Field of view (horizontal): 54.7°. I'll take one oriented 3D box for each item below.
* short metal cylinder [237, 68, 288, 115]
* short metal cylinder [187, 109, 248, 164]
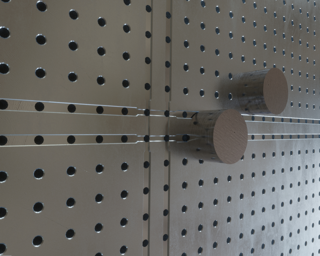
[{"bbox_3d":[0.181,-0.063,0.544,0.081,0.050,0.079,0,90,-40],"label":"short metal cylinder"},{"bbox_3d":[0.087,0.012,0.465,0.081,0.050,0.079,0,90,-40],"label":"short metal cylinder"}]
